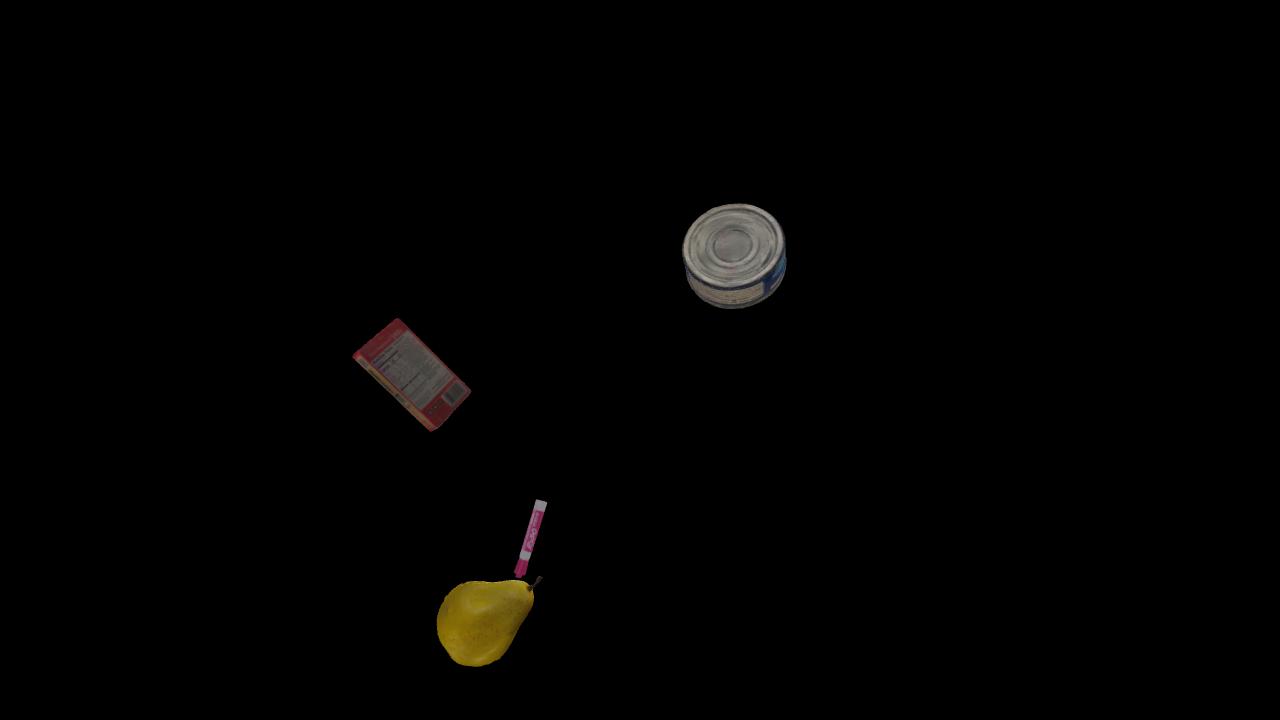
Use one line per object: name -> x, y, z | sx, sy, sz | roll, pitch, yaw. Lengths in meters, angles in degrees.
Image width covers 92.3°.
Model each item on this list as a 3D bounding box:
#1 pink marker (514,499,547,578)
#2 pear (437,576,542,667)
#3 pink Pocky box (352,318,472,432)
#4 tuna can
pink marker -> -0.173, 0.281, 0.968 | 0.020, 0.121, 0.020 | 15, -12, 3
pear -> -0.136, 0.244, 0.597 | 0.111, 0.080, 0.080 | -25, -1, 1
pink Pocky box -> -0.330, 0.022, 0.899 | 0.029, 0.155, 0.084 | -25, 23, 44
tuna can -> 0.077, -0.087, 0.504 | 0.084, 0.084, 0.034 | 0, -25, 13
